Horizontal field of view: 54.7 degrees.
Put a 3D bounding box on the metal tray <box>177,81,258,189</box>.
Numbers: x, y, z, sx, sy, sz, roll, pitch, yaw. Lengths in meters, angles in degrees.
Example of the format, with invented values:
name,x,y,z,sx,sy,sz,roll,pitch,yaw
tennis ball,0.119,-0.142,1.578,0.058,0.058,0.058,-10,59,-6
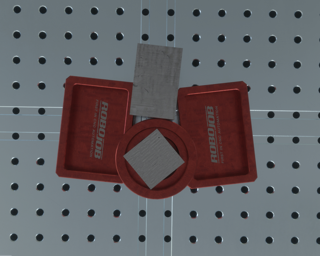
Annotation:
name,x,y,z,sx,sy,sz,roll,pitch,yaw
metal tray,0.072,0.009,0.407,0.091,0.030,0.129,-6,90,0

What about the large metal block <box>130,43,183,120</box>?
name,x,y,z,sx,sy,sz,roll,pitch,yaw
large metal block,-0.004,-0.052,0.382,0.050,0.080,0.080,6,90,0

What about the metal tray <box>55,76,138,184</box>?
name,x,y,z,sx,sy,sz,roll,pitch,yaw
metal tray,-0.081,0.002,0.406,0.091,0.030,0.129,6,90,0

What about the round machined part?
name,x,y,z,sx,sy,sz,roll,pitch,yaw
round machined part,-0.004,0.037,0.392,0.099,0.042,0.097,0,90,0

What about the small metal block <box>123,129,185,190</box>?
name,x,y,z,sx,sy,sz,roll,pitch,yaw
small metal block,-0.007,0.036,0.367,0.050,0.025,0.050,-39,90,0
